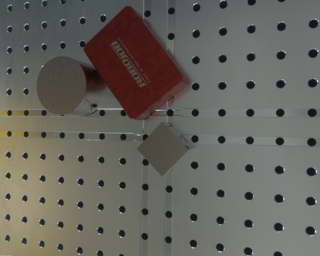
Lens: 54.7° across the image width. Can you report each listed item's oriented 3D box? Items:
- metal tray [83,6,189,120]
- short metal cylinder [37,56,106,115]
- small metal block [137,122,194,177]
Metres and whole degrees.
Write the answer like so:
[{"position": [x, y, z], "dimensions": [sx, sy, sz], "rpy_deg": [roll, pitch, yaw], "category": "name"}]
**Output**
[{"position": [-0.034, -0.086, 0.422], "dimensions": [0.090, 0.030, 0.130], "rpy_deg": [-38, 78, 16], "category": "metal tray"}, {"position": [-0.126, -0.058, 0.444], "dimensions": [0.080, 0.050, 0.079], "rpy_deg": [0, 90, 20], "category": "short metal cylinder"}, {"position": [0.007, 0.027, 0.410], "dimensions": [0.050, 0.025, 0.050], "rpy_deg": [46, 104, 14], "category": "small metal block"}]
